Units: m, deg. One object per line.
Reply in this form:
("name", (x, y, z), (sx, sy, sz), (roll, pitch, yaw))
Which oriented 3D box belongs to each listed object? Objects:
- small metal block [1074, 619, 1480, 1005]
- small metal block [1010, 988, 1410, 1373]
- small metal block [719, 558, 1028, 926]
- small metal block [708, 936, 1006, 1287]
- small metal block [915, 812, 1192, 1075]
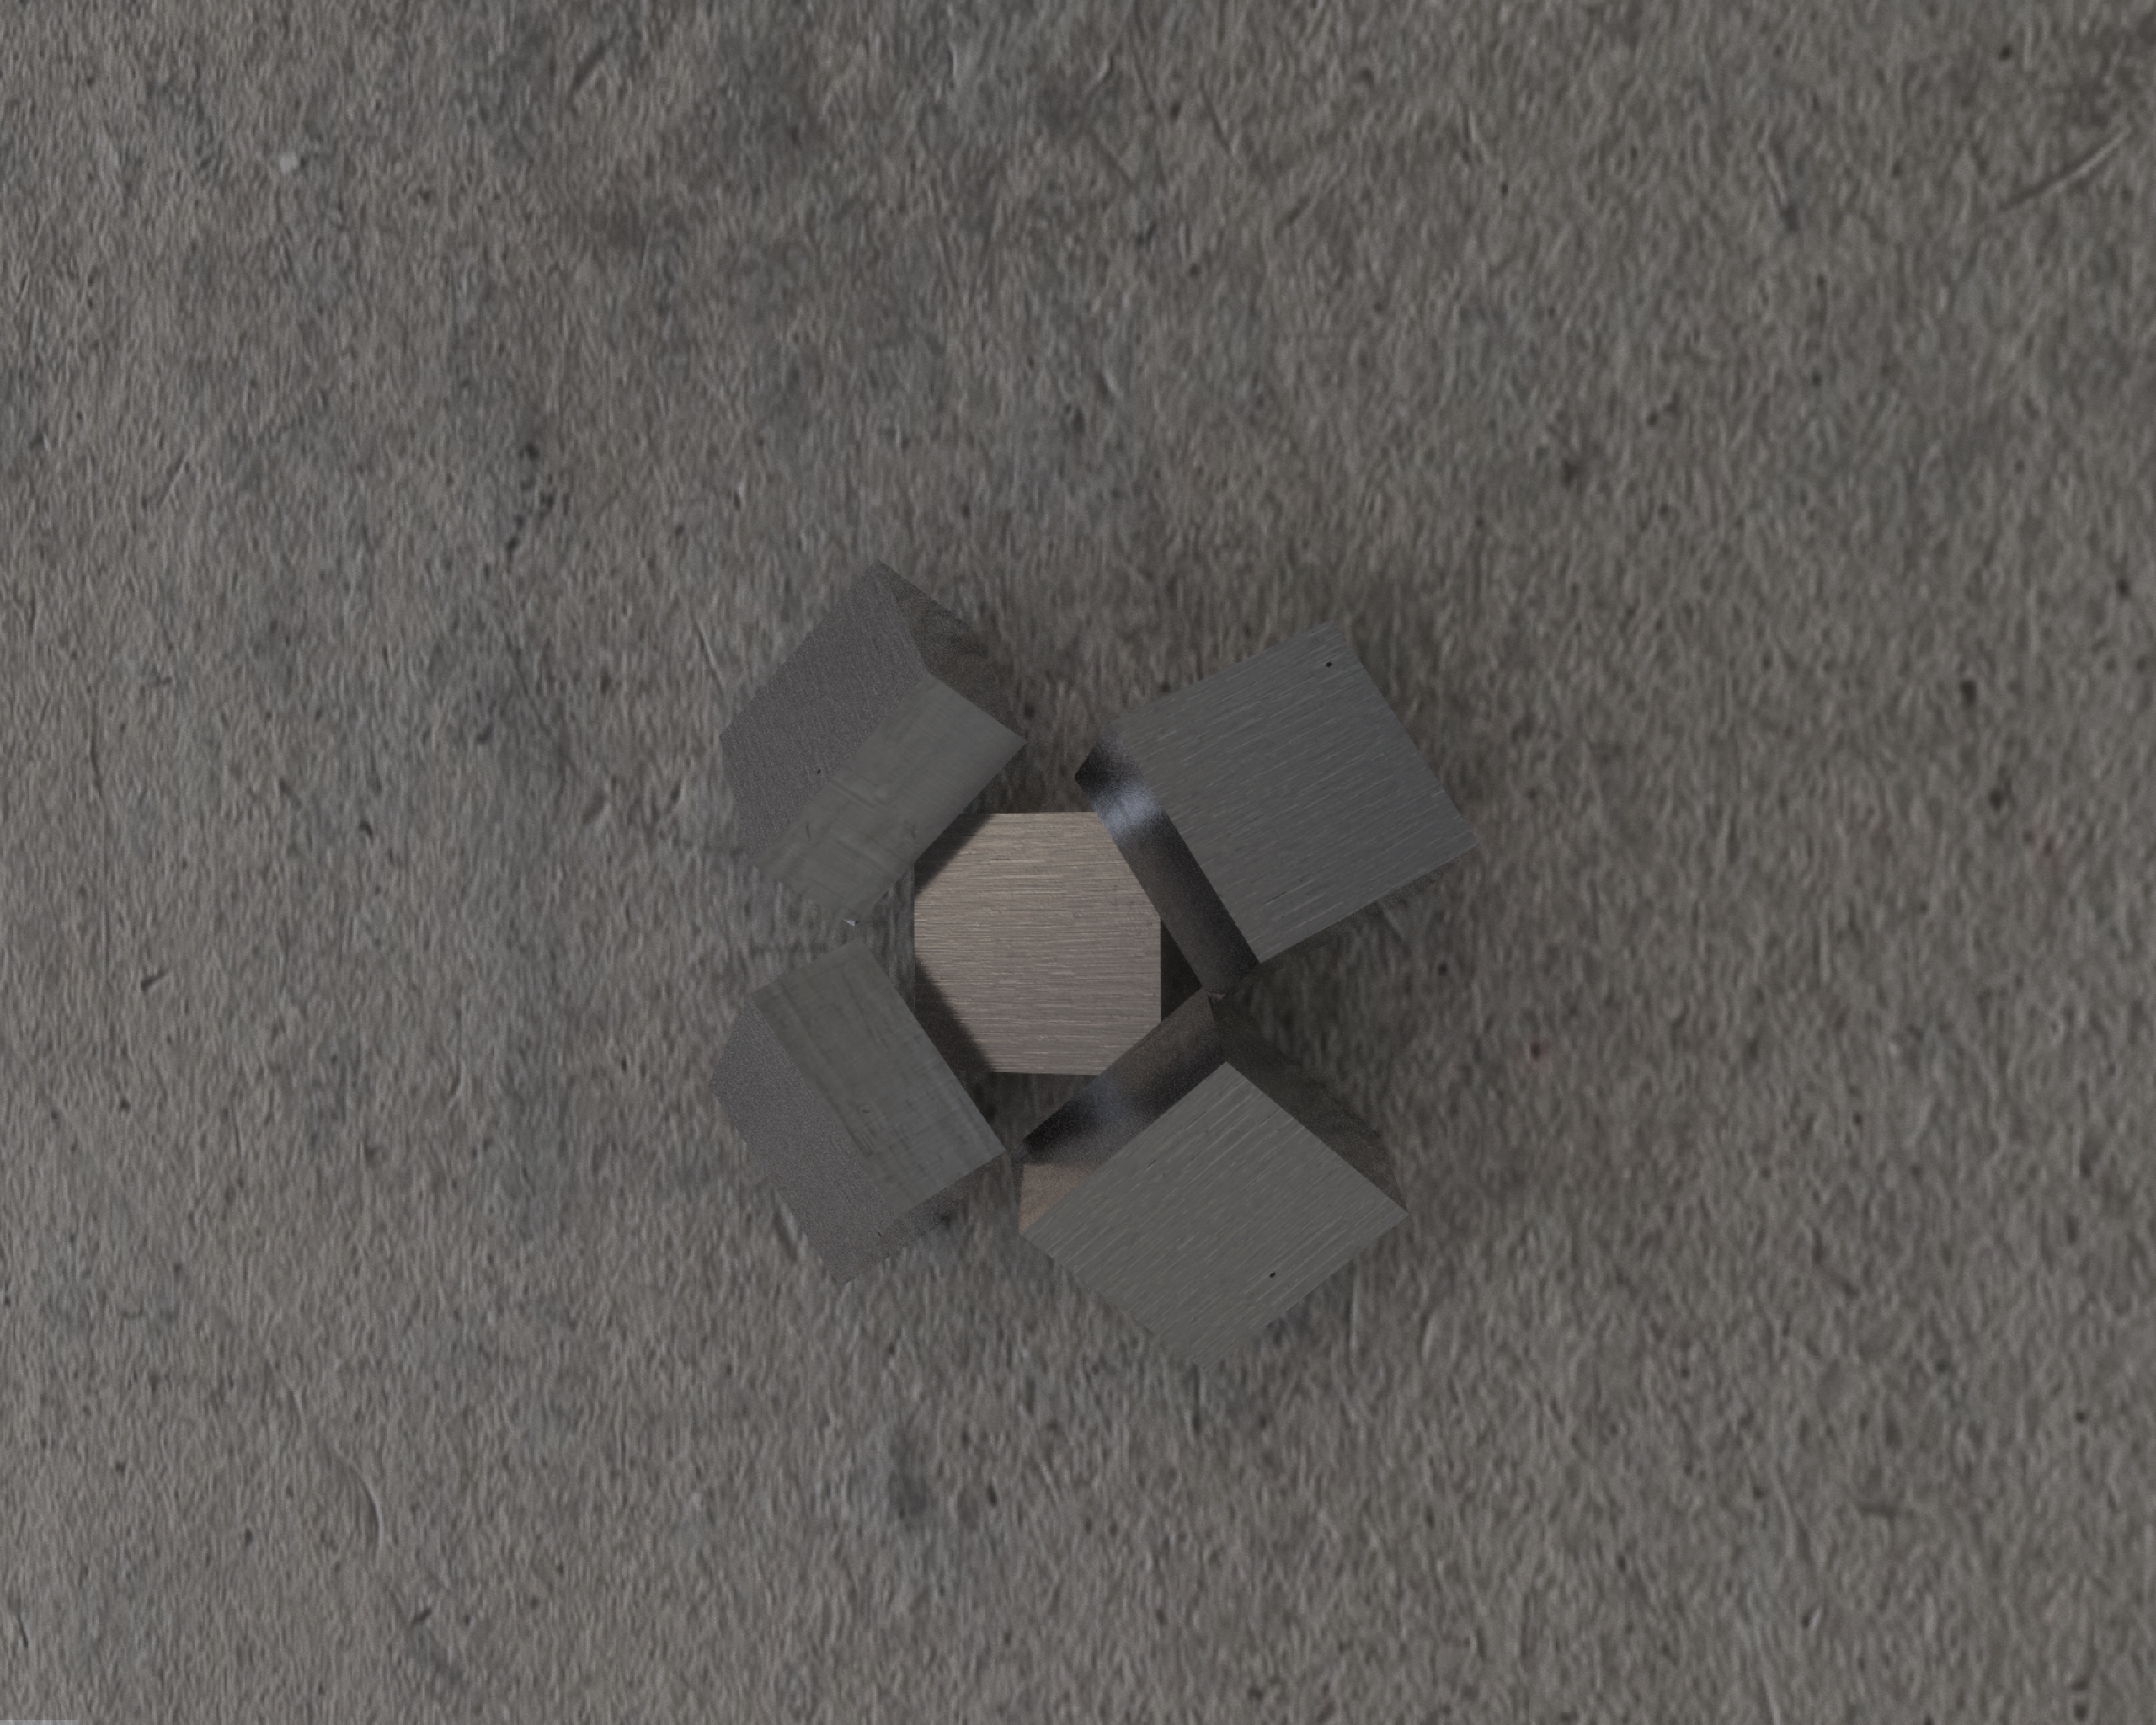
("small metal block", (0.036, -0.010, 0.382), (0.050, 0.025, 0.050), (-27, 78, -23))
("small metal block", (0.024, 0.059, 0.387), (0.050, 0.025, 0.050), (-42, 115, 15))
("small metal block", (-0.042, -0.024, 0.409), (0.050, 0.025, 0.050), (-46, 34, 14))
("small metal block", (-0.045, 0.050, 0.410), (0.050, 0.025, 0.050), (55, 150, 12))
("small metal block", (-0.004, 0.015, 0.410), (0.050, 0.025, 0.050), (0, 90, 20))
